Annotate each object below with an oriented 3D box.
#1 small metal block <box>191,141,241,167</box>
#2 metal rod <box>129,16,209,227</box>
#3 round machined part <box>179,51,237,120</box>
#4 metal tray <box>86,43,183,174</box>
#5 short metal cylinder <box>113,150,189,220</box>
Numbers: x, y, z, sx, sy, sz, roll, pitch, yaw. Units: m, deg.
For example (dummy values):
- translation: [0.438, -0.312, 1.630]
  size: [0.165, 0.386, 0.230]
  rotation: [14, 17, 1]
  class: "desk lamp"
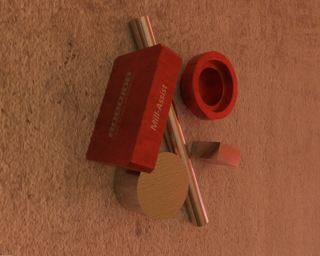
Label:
- translation: [0.083, 0.038, 0.458]
  size: [0.050, 0.050, 0.025]
  rotation: [21, 77, -38]
  class: "small metal block"
- translation: [0.017, 0.001, 0.423]
  size: [0.025, 0.025, 0.298]
  rotation: [-28, 108, -37]
  class: "metal rod"
- translation: [0.067, -0.060, 0.453]
  size: [0.099, 0.042, 0.097]
  rotation: [0, 90, -40]
  class: "round machined part"
- translation: [-0.030, -0.021, 0.340]
  size: [0.030, 0.090, 0.130]
  rotation: [24, 75, -38]
  class: "metal tray"
- translation: [-0.010, 0.068, 0.383]
  size: [0.081, 0.050, 0.079]
  rotation: [0, 90, -40]
  class: "short metal cylinder"
